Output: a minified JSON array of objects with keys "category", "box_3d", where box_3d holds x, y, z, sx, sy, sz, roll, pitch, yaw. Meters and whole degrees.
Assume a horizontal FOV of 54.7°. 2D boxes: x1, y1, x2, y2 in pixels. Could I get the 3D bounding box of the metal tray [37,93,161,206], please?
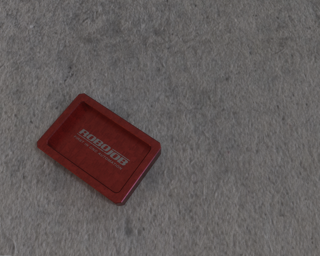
[{"category":"metal tray","box_3d":[-0.075,0.026,0.395,0.130,0.030,0.090,33,73,11]}]
